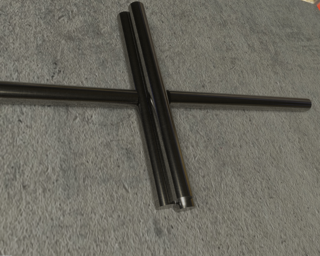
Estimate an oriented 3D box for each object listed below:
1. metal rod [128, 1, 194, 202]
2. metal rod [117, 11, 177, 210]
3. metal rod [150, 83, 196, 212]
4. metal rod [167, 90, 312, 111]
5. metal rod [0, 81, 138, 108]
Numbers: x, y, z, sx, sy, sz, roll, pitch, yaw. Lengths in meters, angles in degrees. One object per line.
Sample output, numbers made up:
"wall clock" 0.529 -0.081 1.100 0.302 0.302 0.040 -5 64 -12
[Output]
"metal rod" -0.005 -0.052 0.410 0.025 0.025 0.299 1 61 -28
"metal rod" -0.024 -0.041 0.419 0.025 0.025 0.299 1 61 -28
"metal rod" -0.001 -0.035 0.429 0.025 0.025 0.299 1 61 -28
"metal rod" 0.142 -0.043 0.510 0.303 0.025 0.025 -1 62 -29
"metal rod" -0.167 -0.039 0.339 0.303 0.025 0.025 0 62 -28
